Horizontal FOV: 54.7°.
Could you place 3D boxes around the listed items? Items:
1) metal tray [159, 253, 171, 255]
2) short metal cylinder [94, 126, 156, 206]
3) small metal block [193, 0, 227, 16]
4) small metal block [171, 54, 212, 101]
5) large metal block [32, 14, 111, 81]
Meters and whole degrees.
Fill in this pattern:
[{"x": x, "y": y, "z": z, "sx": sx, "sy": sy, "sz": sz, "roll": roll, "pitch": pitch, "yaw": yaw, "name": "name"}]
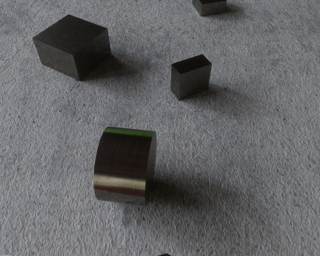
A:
[{"x": -0.040, "y": 0.169, "z": 0.257, "sx": 0.131, "sy": 0.030, "sz": 0.090, "roll": -11, "pitch": 51, "yaw": -10, "name": "metal tray"}, {"x": -0.034, "y": 0.040, "z": 0.333, "sx": 0.050, "sy": 0.080, "sz": 0.080, "roll": 6, "pitch": 50, "yaw": 5, "name": "short metal cylinder"}, {"x": 0.097, "y": -0.249, "z": 0.613, "sx": 0.050, "sy": 0.025, "sz": 0.050, "roll": -13, "pitch": 51, "yaw": -11, "name": "small metal block"}, {"x": 0.044, "y": -0.073, "z": 0.449, "sx": 0.050, "sy": 0.050, "sz": 0.025, "roll": -21, "pitch": 53, "yaw": -17, "name": "small metal block"}, {"x": -0.137, "y": -0.130, "z": 0.495, "sx": 0.080, "sy": 0.050, "sz": 0.080, "roll": 25, "pitch": 54, "yaw": 19, "name": "large metal block"}]
